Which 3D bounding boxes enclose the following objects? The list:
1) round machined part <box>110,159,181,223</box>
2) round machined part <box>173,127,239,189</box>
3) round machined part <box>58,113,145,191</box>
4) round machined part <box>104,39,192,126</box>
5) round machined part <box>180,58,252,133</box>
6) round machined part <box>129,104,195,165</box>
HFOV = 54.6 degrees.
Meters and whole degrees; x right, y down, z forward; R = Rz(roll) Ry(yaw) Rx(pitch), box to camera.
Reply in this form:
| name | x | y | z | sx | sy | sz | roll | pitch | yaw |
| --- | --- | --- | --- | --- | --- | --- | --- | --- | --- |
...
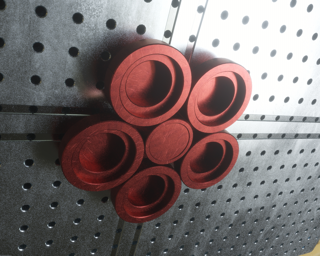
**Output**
| name | x | y | z | sx | sy | sz | roll | pitch | yaw |
| --- | --- | --- | --- | --- | --- | --- | --- | --- | --- |
| round machined part | -0.023 | 0.083 | 0.437 | 0.099 | 0.042 | 0.097 | -14 | 124 | -21 |
| round machined part | 0.063 | 0.039 | 0.458 | 0.099 | 0.042 | 0.097 | -14 | 124 | -21 |
| round machined part | -0.072 | 0.025 | 0.375 | 0.099 | 0.042 | 0.097 | -14 | 124 | -21 |
| round machined part | -0.017 | -0.054 | 0.357 | 0.099 | 0.042 | 0.097 | -14 | 124 | -21 |
| round machined part | 0.068 | -0.045 | 0.408 | 0.099 | 0.042 | 0.097 | -14 | 124 | -21 |
| round machined part | 0.004 | 0.009 | 0.406 | 0.099 | 0.042 | 0.097 | -14 | 124 | -21 |
